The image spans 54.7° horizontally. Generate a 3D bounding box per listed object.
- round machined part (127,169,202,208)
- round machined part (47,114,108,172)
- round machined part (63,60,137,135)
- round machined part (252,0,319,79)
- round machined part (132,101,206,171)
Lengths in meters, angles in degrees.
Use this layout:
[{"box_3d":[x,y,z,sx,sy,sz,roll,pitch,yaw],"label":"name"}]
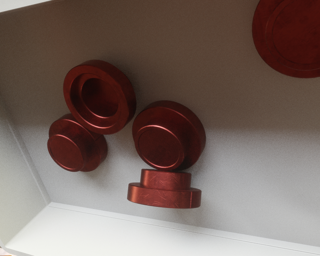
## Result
[{"box_3d":[0.007,0.079,0.418,0.098,0.098,0.042,2,83,27],"label":"round machined part"},{"box_3d":[-0.135,0.030,0.485,0.098,0.042,0.097,13,124,20],"label":"round machined part"},{"box_3d":[-0.074,-0.043,0.408,0.098,0.042,0.097,13,124,20],"label":"round machined part"},{"box_3d":[0.131,-0.089,0.273,0.098,0.042,0.097,13,124,20],"label":"round machined part"},{"box_3d":[0.006,0.017,0.404,0.098,0.042,0.097,13,124,20],"label":"round machined part"}]
